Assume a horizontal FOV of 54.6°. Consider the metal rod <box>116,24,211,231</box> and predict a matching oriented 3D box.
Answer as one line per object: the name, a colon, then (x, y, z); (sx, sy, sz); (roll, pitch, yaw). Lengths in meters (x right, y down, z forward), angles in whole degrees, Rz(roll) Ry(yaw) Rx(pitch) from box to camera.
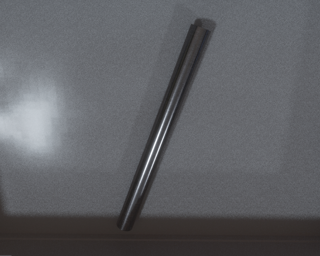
metal rod: (-0.002, 0.013, 0.413); (0.025, 0.025, 0.298); (19, 109, -7)
